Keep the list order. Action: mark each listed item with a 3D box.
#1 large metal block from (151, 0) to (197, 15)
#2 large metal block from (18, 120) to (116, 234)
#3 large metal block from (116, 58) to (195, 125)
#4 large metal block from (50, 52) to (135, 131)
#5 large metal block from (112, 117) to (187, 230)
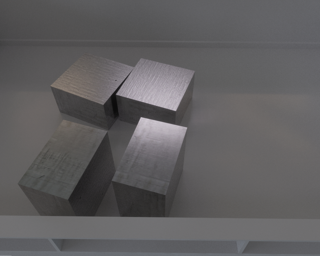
[{"bbox_3d":[0.034,-0.278,0.625,0.080,0.050,0.080,14,51,11],"label":"large metal block"},{"bbox_3d":[-0.090,0.052,0.325,0.050,0.080,0.080,14,52,12],"label":"large metal block"},{"bbox_3d":[-0.004,-0.044,0.426,0.080,0.050,0.080,16,52,13],"label":"large metal block"},{"bbox_3d":[-0.089,-0.053,0.433,0.080,0.050,0.080,20,53,16],"label":"large metal block"},{"bbox_3d":[-0.008,0.049,0.328,0.050,0.080,0.080,13,51,11],"label":"large metal block"}]
